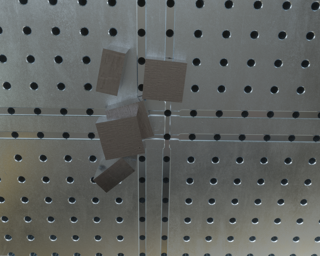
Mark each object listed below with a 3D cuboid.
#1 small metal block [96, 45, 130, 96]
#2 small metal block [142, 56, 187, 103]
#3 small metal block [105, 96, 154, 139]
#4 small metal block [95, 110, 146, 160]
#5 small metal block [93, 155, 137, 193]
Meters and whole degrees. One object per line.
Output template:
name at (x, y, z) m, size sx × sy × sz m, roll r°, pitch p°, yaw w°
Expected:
small metal block at (-0.056, -0.071, 0.373) m, size 0.025 × 0.050 × 0.050 m, roll 13°, pitch 110°, yaw -5°
small metal block at (0.005, -0.062, 0.391) m, size 0.050 × 0.025 × 0.050 m, roll 5°, pitch 110°, yaw -3°
small metal block at (-0.039, -0.010, 0.409) m, size 0.050 × 0.025 × 0.050 m, roll -15°, pitch 110°, yaw 5°
small metal block at (-0.048, 0.009, 0.389) m, size 0.050 × 0.025 × 0.050 m, roll -10°, pitch 110°, yaw 3°
small metal block at (-0.059, 0.052, 0.418) m, size 0.050 × 0.050 × 0.025 m, roll -38°, pitch 106°, yaw 12°
